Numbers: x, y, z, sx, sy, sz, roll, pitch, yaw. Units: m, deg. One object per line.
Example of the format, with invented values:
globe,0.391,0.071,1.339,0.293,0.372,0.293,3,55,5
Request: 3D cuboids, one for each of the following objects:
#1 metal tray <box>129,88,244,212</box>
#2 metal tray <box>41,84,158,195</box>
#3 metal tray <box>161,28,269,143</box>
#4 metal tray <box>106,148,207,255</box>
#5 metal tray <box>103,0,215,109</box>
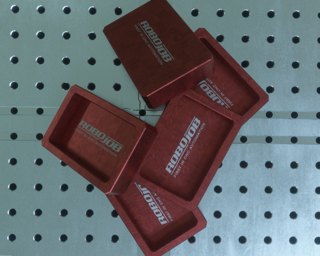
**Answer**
metal tray,0.031,0.024,0.381,0.090,0.030,0.130,29,90,-1
metal tray,-0.078,0.011,0.379,0.130,0.030,0.090,28,90,30
metal tray,0.066,-0.054,0.411,0.090,0.030,0.130,-43,91,0
metal tray,-0.010,0.095,0.410,0.090,0.030,0.130,-33,90,-1
metal tray,-0.005,-0.096,0.380,0.090,0.030,0.130,-30,60,-1
